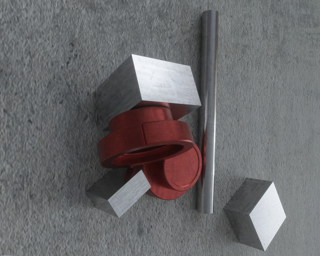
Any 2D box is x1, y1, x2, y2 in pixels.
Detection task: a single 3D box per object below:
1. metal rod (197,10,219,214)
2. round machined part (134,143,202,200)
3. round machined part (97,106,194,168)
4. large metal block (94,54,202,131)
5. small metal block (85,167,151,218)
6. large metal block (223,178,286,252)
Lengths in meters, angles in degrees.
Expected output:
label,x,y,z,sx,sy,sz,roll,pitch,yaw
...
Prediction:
label,x,y,z,sx,sy,sz,roll,pitch,yaw
metal rod,0.072,-0.024,0.464,0.025,0.025,0.298,3,88,-40
round machined part,0.017,0.046,0.408,0.099,0.042,0.097,-1,91,-40
round machined part,-0.017,0.009,0.326,0.099,0.098,0.042,1,69,-40
large metal block,-0.015,-0.034,0.348,0.081,0.080,0.050,1,67,-40
small metal block,-0.047,0.069,0.349,0.050,0.050,0.025,-40,115,-32
large metal block,0.162,0.144,0.525,0.080,0.050,0.080,-40,114,-33
